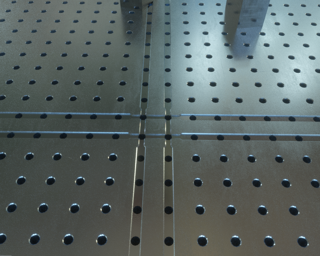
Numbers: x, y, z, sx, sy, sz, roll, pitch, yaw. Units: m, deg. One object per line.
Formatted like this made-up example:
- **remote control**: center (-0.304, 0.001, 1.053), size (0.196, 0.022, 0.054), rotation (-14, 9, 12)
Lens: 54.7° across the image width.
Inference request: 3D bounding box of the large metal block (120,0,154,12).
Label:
- **large metal block**: center (-0.040, -0.293, 0.618), size (0.050, 0.080, 0.080), rotation (20, 53, 16)

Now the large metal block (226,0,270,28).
- **large metal block**: center (0.165, -0.246, 0.581), size (0.050, 0.080, 0.080), rotation (-6, 50, -5)
